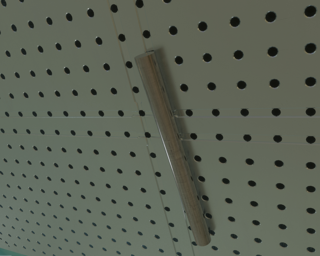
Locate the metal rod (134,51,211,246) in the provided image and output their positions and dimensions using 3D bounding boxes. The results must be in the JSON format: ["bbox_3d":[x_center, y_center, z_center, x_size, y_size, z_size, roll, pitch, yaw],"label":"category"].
[{"bbox_3d":[0.024,0.044,0.424,0.025,0.025,0.298,-4,117,30],"label":"metal rod"}]
